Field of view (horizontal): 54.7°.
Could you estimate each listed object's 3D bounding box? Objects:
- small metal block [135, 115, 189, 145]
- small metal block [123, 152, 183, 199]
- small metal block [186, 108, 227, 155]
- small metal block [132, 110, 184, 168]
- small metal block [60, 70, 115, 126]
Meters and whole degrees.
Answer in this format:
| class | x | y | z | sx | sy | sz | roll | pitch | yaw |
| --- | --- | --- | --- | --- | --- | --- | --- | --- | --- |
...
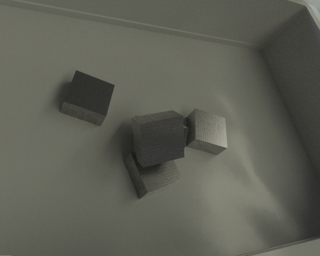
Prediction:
| class | x | y | z | sx | sy | sz | roll | pitch | yaw |
| --- | --- | --- | --- | --- | --- | --- | --- | --- | --- |
| small metal block | 0.000 | 0.004 | 0.386 | 0.050 | 0.050 | 0.025 | 3 | 105 | -27 |
| small metal block | -0.008 | 0.051 | 0.371 | 0.050 | 0.025 | 0.050 | -13 | 69 | -34 |
| small metal block | 0.066 | 0.006 | 0.440 | 0.050 | 0.025 | 0.050 | 16 | 55 | -19 |
| small metal block | -0.002 | 0.011 | 0.344 | 0.050 | 0.025 | 0.050 | -12 | 112 | -23 |
| small metal block | -0.088 | -0.036 | 0.381 | 0.050 | 0.025 | 0.050 | 20 | 54 | -17 |
